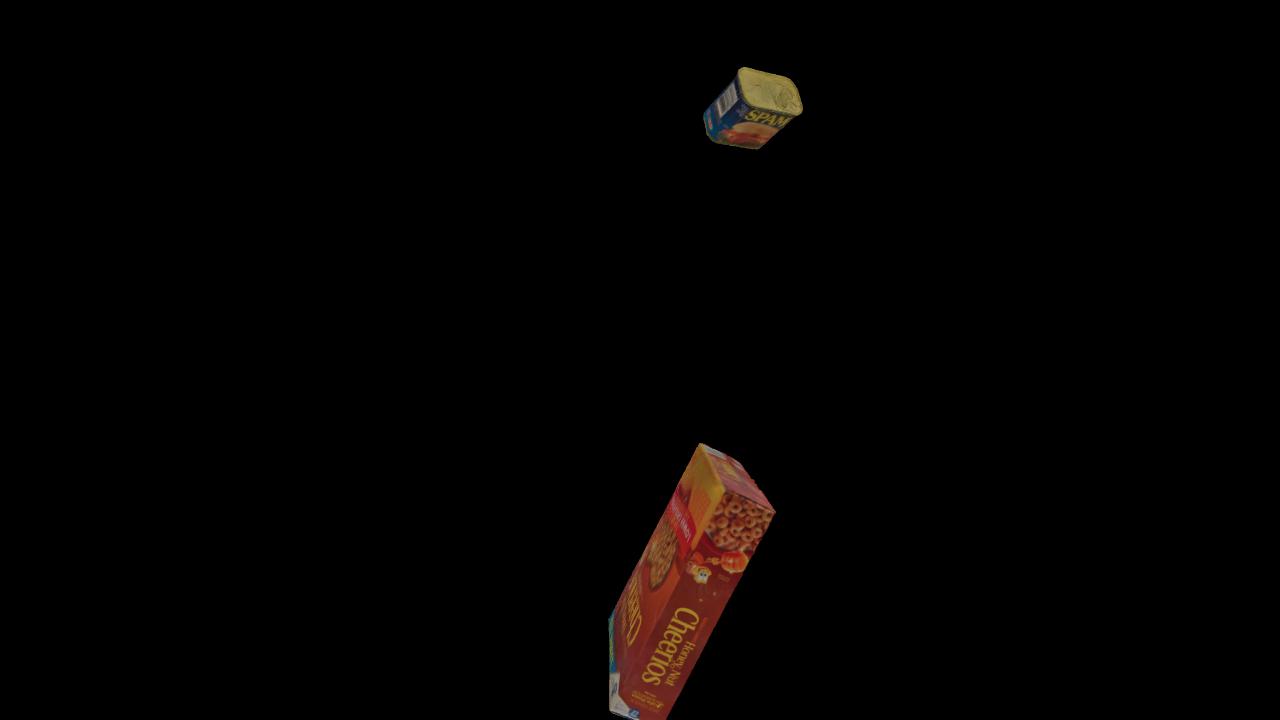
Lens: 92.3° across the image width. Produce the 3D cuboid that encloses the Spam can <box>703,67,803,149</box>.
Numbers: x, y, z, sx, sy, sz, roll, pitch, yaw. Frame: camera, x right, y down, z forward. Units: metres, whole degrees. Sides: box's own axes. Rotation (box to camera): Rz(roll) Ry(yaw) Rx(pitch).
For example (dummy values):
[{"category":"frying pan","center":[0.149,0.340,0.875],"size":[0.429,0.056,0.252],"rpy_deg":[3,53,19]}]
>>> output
[{"category":"Spam can","center":[0.146,-0.327,0.809],"size":[0.101,0.058,0.085],"rpy_deg":[-2,-15,-30]}]

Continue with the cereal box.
[{"category":"cereal box","center":[0.053,0.279,0.802],"size":[0.081,0.306,0.203],"rpy_deg":[27,6,-5]}]
